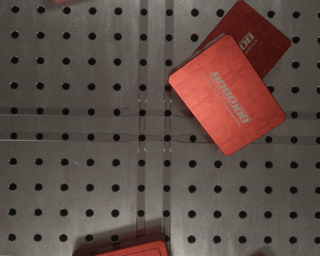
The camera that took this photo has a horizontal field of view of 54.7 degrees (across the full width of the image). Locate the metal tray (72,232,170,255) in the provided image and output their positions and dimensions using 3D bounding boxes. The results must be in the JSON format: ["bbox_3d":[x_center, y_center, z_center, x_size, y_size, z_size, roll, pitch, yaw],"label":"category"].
[{"bbox_3d":[-0.048,0.200,0.410,0.131,0.030,0.089,-13,90,-1],"label":"metal tray"}]

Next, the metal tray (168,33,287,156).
[{"bbox_3d":[0.082,-0.040,0.386,0.090,0.030,0.130,-35,105,14],"label":"metal tray"}]

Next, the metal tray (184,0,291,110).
[{"bbox_3d":[0.096,-0.090,0.412,0.090,0.030,0.130,40,90,-1],"label":"metal tray"}]
